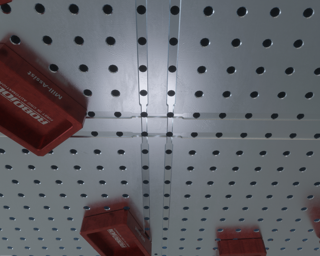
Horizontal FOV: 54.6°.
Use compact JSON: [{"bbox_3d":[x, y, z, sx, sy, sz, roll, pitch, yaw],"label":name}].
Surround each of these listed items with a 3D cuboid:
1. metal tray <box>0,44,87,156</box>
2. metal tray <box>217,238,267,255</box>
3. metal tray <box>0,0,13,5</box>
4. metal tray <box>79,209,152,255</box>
[{"bbox_3d":[-0.169,-0.028,0.382,0.090,0.030,0.130,-33,123,24],"label":"metal tray"},{"bbox_3d":[0.166,0.279,0.646,0.090,0.030,0.129,-4,130,3],"label":"metal tray"},{"bbox_3d":[-0.195,-0.165,0.266,0.090,0.030,0.130,-13,129,10],"label":"metal tray"},{"bbox_3d":[-0.079,0.209,0.584,0.090,0.030,0.130,-15,129,12],"label":"metal tray"}]
